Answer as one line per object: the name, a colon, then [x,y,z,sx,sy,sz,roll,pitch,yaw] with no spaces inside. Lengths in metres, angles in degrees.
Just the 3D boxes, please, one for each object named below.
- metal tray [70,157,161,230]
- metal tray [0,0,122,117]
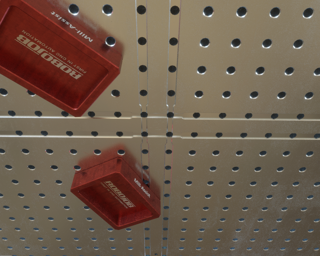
metal tray: [-0.067,0.111,0.501,0.090,0.030,0.130,-23,127,18]
metal tray: [-0.119,-0.078,0.340,0.130,0.030,0.090,33,123,-25]
